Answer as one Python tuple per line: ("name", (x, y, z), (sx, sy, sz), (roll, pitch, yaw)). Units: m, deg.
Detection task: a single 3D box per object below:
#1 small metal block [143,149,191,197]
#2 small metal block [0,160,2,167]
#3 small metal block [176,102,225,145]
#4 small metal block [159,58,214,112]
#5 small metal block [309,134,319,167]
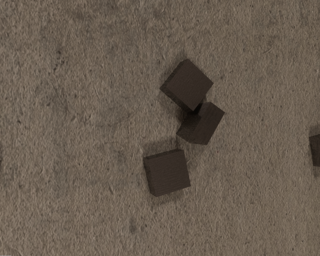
("small metal block", (0.009, 0.059, 0.414), (0.050, 0.025, 0.050), (-13, 95, -20))
("small metal block", (-0.206, 0.055, 0.333), (0.050, 0.025, 0.050), (16, 85, -20))
("small metal block", (0.053, -0.006, 0.417), (0.025, 0.050, 0.050), (34, 79, -17))
("small metal block", (0.037, -0.057, 0.424), (0.050, 0.025, 0.050), (40, 77, -16))
("small metal block", (0.280, 0.034, 0.515), (0.050, 0.025, 0.050), (-12, 95, -20))
